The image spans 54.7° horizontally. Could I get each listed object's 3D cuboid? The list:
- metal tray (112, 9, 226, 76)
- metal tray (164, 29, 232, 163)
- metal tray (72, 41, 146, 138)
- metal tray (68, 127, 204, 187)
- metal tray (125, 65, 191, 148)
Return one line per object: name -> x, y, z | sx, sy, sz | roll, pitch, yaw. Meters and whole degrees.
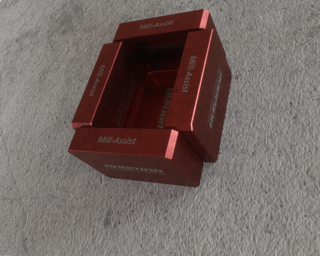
metal tray -> 0.014, -0.107, 0.420 | 0.130, 0.090, 0.030 | 1, 63, 28
metal tray -> 0.050, -0.036, 0.358 | 0.030, 0.090, 0.130 | 1, 62, 28
metal tray -> -0.058, -0.038, 0.415 | 0.030, 0.090, 0.130 | 1, 62, 28
metal tray -> -0.026, 0.034, 0.355 | 0.130, 0.090, 0.030 | 1, 63, 28
metal tray -> 0.008, -0.023, 0.411 | 0.090, 0.030, 0.130 | 1, 62, 28
